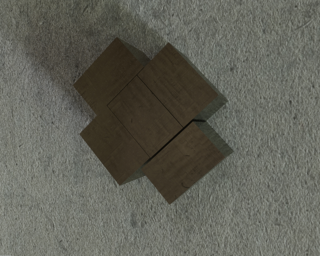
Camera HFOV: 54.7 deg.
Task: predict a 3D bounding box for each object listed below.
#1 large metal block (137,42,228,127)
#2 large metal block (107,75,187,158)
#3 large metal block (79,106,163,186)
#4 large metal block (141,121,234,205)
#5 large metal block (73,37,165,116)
[{"bbox_3d":[0.031,-0.047,0.370,0.050,0.080,0.080,-44,77,15],"label":"large metal block"},{"bbox_3d":[-0.005,-0.013,0.382,0.050,0.080,0.080,-44,77,15],"label":"large metal block"},{"bbox_3d":[-0.040,0.020,0.395,0.050,0.080,0.080,-44,77,15],"label":"large metal block"},{"bbox_3d":[0.036,0.038,0.368,0.080,0.080,0.050,-44,77,14],"label":"large metal block"},{"bbox_3d":[-0.048,-0.060,0.397,0.080,0.080,0.050,-44,77,14],"label":"large metal block"}]
